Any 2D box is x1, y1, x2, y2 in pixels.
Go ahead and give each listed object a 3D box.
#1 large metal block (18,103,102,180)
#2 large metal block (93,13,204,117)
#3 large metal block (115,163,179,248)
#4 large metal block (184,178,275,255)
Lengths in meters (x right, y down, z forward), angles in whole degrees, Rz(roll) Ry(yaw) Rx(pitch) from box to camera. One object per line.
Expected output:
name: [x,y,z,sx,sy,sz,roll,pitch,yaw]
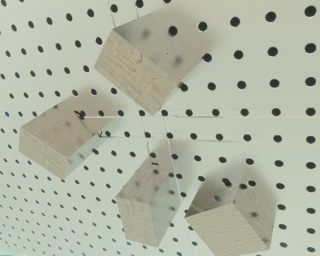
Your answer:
large metal block: [-0.147,0.018,0.462,0.080,0.080,0.050,31,128,8]
large metal block: [-0.009,-0.071,0.335,0.080,0.080,0.050,40,129,1]
large metal block: [-0.015,0.109,0.450,0.050,0.080,0.079,6,121,25]
large metal block: [0.095,0.125,0.422,0.080,0.050,0.080,-31,102,37]
